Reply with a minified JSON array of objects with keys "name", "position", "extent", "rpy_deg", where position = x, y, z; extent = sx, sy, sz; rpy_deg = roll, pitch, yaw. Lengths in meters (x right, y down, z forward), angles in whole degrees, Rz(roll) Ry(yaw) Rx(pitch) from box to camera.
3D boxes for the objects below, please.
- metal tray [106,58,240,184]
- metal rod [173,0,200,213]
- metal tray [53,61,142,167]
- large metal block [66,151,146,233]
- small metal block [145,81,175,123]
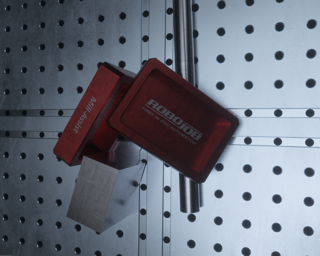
[{"name":"metal tray","position":[0.016,-0.007,0.358],"extent":[0.130,0.030,0.090],"rpy_deg":[34,82,-13]},{"name":"metal rod","position":[0.033,-0.043,0.400],"extent":[0.025,0.025,0.298],"rpy_deg":[-2,89,19]},{"name":"metal tray","position":[-0.072,-0.015,0.402],"extent":[0.030,0.090,0.129],"rpy_deg":[35,101,16]},{"name":"large metal block","position":[-0.067,0.078,0.406],"extent":[0.050,0.080,0.080],"rpy_deg":[19,96,19]},{"name":"small metal block","position":[0.000,-0.031,0.399],"extent":[0.025,0.050,0.050],"rpy_deg":[0,90,20]}]
